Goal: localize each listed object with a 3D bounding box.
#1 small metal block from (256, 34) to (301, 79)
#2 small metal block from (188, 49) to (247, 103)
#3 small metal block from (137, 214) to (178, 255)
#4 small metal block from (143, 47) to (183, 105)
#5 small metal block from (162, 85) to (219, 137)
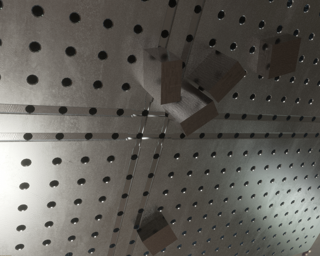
[{"bbox_3d":[0.169,-0.103,0.443,0.050,0.025,0.050,-18,126,-19],"label":"small metal block"},{"bbox_3d":[0.072,-0.067,0.395,0.050,0.050,0.025,-46,130,4],"label":"small metal block"},{"bbox_3d":[-0.004,0.181,0.523,0.050,0.025,0.050,-32,129,-8],"label":"small metal block"},{"bbox_3d":[0.002,-0.062,0.359,0.025,0.050,0.050,-13,124,-22],"label":"small metal block"},{"bbox_3d":[0.039,-0.023,0.404,0.050,0.050,0.025,-34,129,-6],"label":"small metal block"}]
